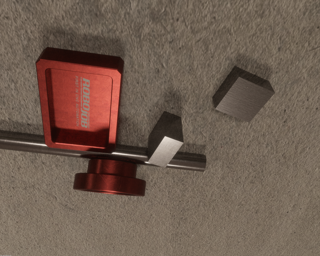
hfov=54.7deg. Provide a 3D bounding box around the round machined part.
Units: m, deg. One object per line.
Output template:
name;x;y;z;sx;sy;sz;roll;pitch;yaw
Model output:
round machined part;-0.068;0.070;0.435;0.099;0.042;0.098;5;165;2

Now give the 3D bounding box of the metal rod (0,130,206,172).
metal rod;-0.085;0.032;0.433;0.302;0.025;0.025;7;130;-7

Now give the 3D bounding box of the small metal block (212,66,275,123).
small metal block;0.100;-0.040;0.375;0.050;0.025;0.050;20;127;-17

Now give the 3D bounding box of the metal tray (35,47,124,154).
metal tray;-0.095;-0.028;0.378;0.091;0.030;0.129;6;130;-6

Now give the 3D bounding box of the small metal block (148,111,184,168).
small metal block;0.006;0.015;0.404;0.025;0.050;0.050;20;127;-17
